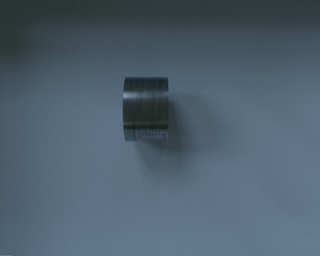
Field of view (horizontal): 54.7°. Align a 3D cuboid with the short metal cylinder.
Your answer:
[{"bbox_3d":[-0.016,-0.023,0.381,0.050,0.080,0.079,0,90,0],"label":"short metal cylinder"}]
